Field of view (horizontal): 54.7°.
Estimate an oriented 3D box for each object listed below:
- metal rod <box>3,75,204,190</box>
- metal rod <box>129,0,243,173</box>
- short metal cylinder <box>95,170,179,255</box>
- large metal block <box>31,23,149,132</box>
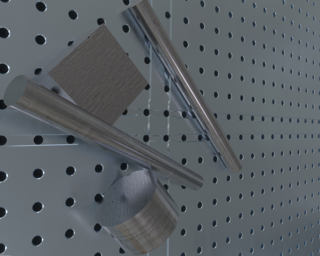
[{"bbox_3d":[-0.026,0.026,0.338,0.301,0.025,0.025,34,68,-51],"label":"metal rod"},{"bbox_3d":[0.049,-0.045,0.450,0.025,0.025,0.299,-50,120,-28],"label":"metal rod"},{"bbox_3d":[-0.025,0.094,0.353,0.080,0.080,0.050,-48,119,-29],"label":"short metal cylinder"},{"bbox_3d":[-0.073,-0.050,0.332,0.080,0.050,0.080,52,60,-27],"label":"large metal block"}]
